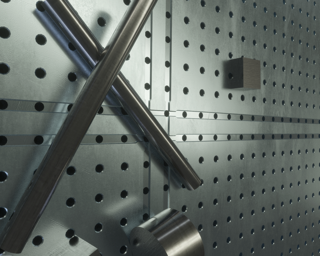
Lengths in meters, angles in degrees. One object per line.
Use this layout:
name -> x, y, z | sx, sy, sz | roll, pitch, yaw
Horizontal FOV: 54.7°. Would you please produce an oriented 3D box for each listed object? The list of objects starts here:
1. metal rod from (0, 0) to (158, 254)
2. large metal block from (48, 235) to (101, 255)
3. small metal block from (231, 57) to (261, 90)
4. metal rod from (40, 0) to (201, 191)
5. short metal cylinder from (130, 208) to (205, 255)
metal rod -> -0.077, -0.020, 0.320 | 0.025, 0.025, 0.299 | 34, 76, -35
large metal block -> -0.093, 0.173, 0.315 | 0.081, 0.050, 0.080 | -31, 110, -36
small metal block -> 0.148, -0.092, 0.532 | 0.050, 0.025, 0.050 | -2, 91, -40
metal rod -> -0.031, -0.026, 0.382 | 0.025, 0.025, 0.300 | -52, 120, -27
short metal cylinder -> 0.007, 0.147, 0.380 | 0.050, 0.080, 0.080 | -20, 103, -38
